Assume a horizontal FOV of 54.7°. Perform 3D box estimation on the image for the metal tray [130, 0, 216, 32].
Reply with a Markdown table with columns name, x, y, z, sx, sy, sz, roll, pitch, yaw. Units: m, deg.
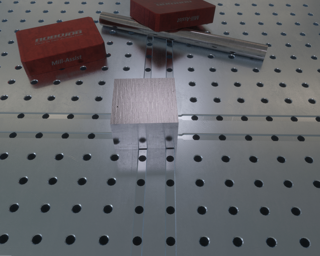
| name | x | y | z | sx | sy | sz | roll | pitch | yaw |
| --- | --- | --- | --- | --- | --- | --- | --- | --- | --- |
| metal tray | 0.023 | -0.211 | 0.559 | 0.131 | 0.030 | 0.090 | -20 | 44 | -30 |

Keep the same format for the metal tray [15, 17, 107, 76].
| name | x | y | z | sx | sy | sz | roll | pitch | yaw |
| --- | --- | --- | --- | --- | --- | --- | --- | --- | --- |
| metal tray | -0.166 | -0.140 | 0.521 | 0.131 | 0.030 | 0.090 | -17 | 52 | -14 |

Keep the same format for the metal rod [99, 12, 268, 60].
| name | x | y | z | sx | sy | sz | roll | pitch | yaw |
| --- | --- | --- | --- | --- | --- | --- | --- | --- | --- |
| metal rod | 0.034 | -0.165 | 0.545 | 0.301 | 0.025 | 0.025 | 16 | 52 | 12 |

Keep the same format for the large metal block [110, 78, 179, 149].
| name | x | y | z | sx | sy | sz | roll | pitch | yaw |
| --- | --- | --- | --- | --- | --- | --- | --- | --- | --- |
| large metal block | -0.019 | -0.020 | 0.408 | 0.081 | 0.050 | 0.080 | -1 | 50 | -1 |
